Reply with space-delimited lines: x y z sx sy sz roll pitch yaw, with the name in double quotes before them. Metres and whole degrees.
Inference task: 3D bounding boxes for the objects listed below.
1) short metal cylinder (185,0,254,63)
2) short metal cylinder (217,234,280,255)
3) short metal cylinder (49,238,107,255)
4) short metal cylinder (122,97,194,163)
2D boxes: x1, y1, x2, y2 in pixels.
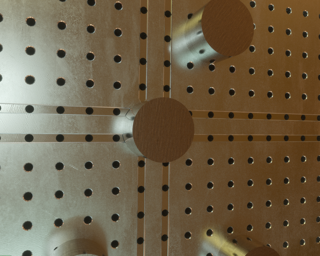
"short metal cylinder" 0.082 -0.135 0.431 0.081 0.050 0.079 0 90 -20
"short metal cylinder" 0.130 0.203 0.449 0.081 0.050 0.079 0 90 -21
"short metal cylinder" -0.095 0.179 0.365 0.081 0.050 0.079 0 90 -21
"short metal cylinder" -0.003 0.002 0.399 0.081 0.050 0.079 0 90 -20
